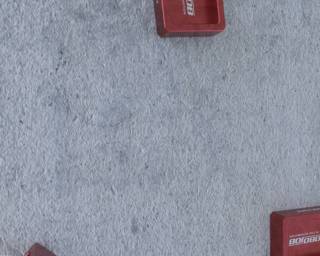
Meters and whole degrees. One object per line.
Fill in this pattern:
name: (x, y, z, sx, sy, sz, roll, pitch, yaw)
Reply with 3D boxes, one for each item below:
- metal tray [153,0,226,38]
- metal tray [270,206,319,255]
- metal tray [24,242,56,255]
metal tray: (0.037, -0.192, 0.419, 0.091, 0.030, 0.129, -7, 93, -20)
metal tray: (0.239, 0.176, 0.494, 0.131, 0.030, 0.089, 0, 90, -20)
metal tray: (-0.161, 0.192, 0.315, 0.030, 0.090, 0.130, 43, 77, -15)
